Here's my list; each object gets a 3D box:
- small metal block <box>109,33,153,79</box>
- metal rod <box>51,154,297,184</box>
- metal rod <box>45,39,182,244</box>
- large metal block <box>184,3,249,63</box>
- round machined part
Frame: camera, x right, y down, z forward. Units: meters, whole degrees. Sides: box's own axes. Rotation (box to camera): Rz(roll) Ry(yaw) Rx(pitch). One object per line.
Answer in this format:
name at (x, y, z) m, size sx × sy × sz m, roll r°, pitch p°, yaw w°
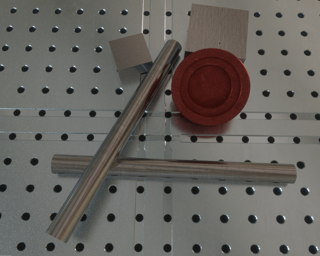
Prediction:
small metal block at (-0.042, -0.105, 0.449) m, size 0.050 × 0.025 × 0.050 m, roll -17°, pitch 71°, yaw -7°
metal rod at (0.017, 0.052, 0.392) m, size 0.302 × 0.025 × 0.025 m, roll 2°, pitch 70°, yaw 0°
metal rod at (-0.044, -0.003, 0.391) m, size 0.025 × 0.025 × 0.300 m, roll 25°, pitch 64°, yaw 8°
large metal block at (0.079, -0.125, 0.445) m, size 0.080 × 0.050 × 0.080 m, roll 8°, pitch 70°, yaw 2°
round machined part at (0.065, -0.055, 0.408) m, size 0.099 × 0.042 × 0.097 m, roll 1°, pitch 103°, yaw 5°
